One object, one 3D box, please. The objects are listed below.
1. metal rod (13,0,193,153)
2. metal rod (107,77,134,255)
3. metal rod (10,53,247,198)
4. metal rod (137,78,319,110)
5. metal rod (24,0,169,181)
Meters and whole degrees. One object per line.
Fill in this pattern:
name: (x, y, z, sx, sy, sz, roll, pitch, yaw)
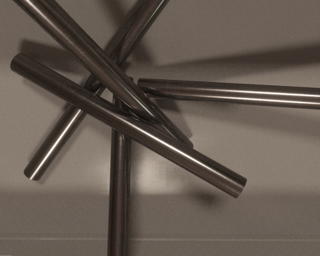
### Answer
metal rod: (-0.047, -0.051, 0.327, 0.025, 0.025, 0.300, -36, 132, 12)
metal rod: (-0.049, 0.086, 0.374, 0.025, 0.025, 0.298, 1, 84, -1)
metal rod: (-0.041, -0.007, 0.357, 0.301, 0.025, 0.025, 29, 108, 7)
metal rod: (0.121, -0.038, 0.365, 0.301, 0.025, 0.025, 5, 111, 11)
metal rod: (-0.087, -0.047, 0.392, 0.025, 0.025, 0.299, 36, 106, -13)
